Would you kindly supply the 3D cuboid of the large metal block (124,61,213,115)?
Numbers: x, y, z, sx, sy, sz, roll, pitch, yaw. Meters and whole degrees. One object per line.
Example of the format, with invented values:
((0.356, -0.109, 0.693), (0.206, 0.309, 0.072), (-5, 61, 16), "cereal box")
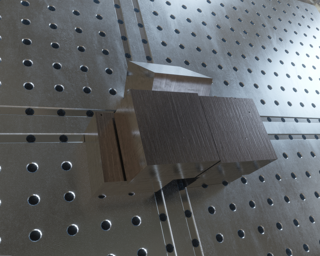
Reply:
((0.008, -0.052, 0.403), (0.081, 0.050, 0.080), (0, 20, -29), "large metal block")

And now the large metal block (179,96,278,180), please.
((0.077, 0.011, 0.362), (0.081, 0.050, 0.080), (0, 62, -29), "large metal block")

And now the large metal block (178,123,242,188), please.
((0.067, 0.029, 0.411), (0.081, 0.050, 0.080), (-1, 62, -29), "large metal block")

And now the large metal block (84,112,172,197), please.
((-0.037, 0.030, 0.356), (0.081, 0.050, 0.080), (1, 61, -28), "large metal block")

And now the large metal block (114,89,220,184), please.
((0.005, 0.009, 0.323), (0.081, 0.050, 0.080), (0, 62, -29), "large metal block")
